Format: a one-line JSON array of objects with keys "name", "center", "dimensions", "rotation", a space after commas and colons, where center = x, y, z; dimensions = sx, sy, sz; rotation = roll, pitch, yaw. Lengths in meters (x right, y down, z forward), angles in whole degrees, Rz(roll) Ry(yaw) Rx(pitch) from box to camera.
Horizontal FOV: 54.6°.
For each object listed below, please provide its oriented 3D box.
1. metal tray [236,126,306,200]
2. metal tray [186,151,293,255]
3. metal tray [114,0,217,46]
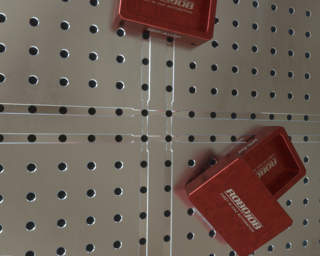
[{"name": "metal tray", "center": [0.149, 0.067, 0.464], "dimensions": [0.131, 0.030, 0.090], "rotation": [-34, 101, -17]}, {"name": "metal tray", "center": [0.110, 0.108, 0.433], "dimensions": [0.090, 0.030, 0.130], "rotation": [-39, 103, 7]}, {"name": "metal tray", "center": [0.011, -0.170, 0.413], "dimensions": [0.131, 0.030, 0.090], "rotation": [8, 88, -20]}]
